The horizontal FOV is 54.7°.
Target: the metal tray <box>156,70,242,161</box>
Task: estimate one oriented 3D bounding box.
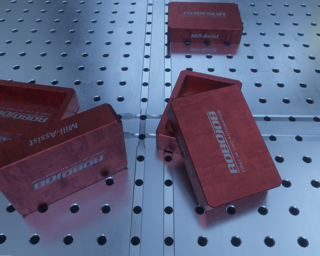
[{"bbox_3d":[0.056,-0.021,0.422,0.090,0.030,0.130,14,51,11],"label":"metal tray"}]

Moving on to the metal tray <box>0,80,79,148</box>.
[{"bbox_3d":[-0.188,-0.020,0.418,0.131,0.030,0.090,8,50,6],"label":"metal tray"}]

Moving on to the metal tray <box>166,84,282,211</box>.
[{"bbox_3d":[0.071,0.020,0.360,0.091,0.030,0.130,-14,71,-14],"label":"metal tray"}]

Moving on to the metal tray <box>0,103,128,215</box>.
[{"bbox_3d":[-0.103,0.034,0.335,0.131,0.089,0.030,-24,54,-19],"label":"metal tray"}]

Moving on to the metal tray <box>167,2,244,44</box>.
[{"bbox_3d":[0.080,-0.195,0.569,0.131,0.030,0.090,2,50,1],"label":"metal tray"}]
